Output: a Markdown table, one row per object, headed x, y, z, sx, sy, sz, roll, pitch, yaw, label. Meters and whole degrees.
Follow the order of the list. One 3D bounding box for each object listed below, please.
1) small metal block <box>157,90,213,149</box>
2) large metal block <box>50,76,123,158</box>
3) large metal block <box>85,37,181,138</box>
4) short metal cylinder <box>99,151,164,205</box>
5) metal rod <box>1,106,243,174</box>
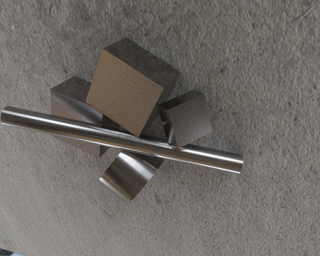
| x | y | z | sx | sy | sz | roll | pitch | yaw | label |
| --- | --- | --- | --- | --- | --- | --- | --- | --- | --- |
| 0.030 | -0.011 | 0.366 | 0.025 | 0.050 | 0.050 | 29 | 140 | 58 | small metal block |
| -0.103 | -0.016 | 0.436 | 0.080 | 0.050 | 0.079 | 23 | 127 | 14 | large metal block |
| -0.034 | -0.049 | 0.376 | 0.080 | 0.050 | 0.079 | 34 | 129 | 5 | large metal block |
| -0.039 | 0.058 | 0.429 | 0.050 | 0.080 | 0.080 | 39 | 129 | 1 | short metal cylinder |
| -0.048 | 0.015 | 0.389 | 0.302 | 0.025 | 0.025 | 12 | 125 | 2 | metal rod |
